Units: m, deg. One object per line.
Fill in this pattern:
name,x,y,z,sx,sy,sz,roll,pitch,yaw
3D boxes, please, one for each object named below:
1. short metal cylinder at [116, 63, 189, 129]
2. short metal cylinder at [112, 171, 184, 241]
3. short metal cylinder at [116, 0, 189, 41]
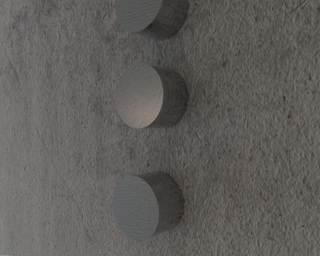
short metal cylinder,-0.011,-0.039,0.398,0.080,0.050,0.080,0,90,40
short metal cylinder,-0.016,0.099,0.402,0.080,0.050,0.080,0,90,40
short metal cylinder,-0.011,-0.158,0.398,0.080,0.050,0.080,0,90,40
